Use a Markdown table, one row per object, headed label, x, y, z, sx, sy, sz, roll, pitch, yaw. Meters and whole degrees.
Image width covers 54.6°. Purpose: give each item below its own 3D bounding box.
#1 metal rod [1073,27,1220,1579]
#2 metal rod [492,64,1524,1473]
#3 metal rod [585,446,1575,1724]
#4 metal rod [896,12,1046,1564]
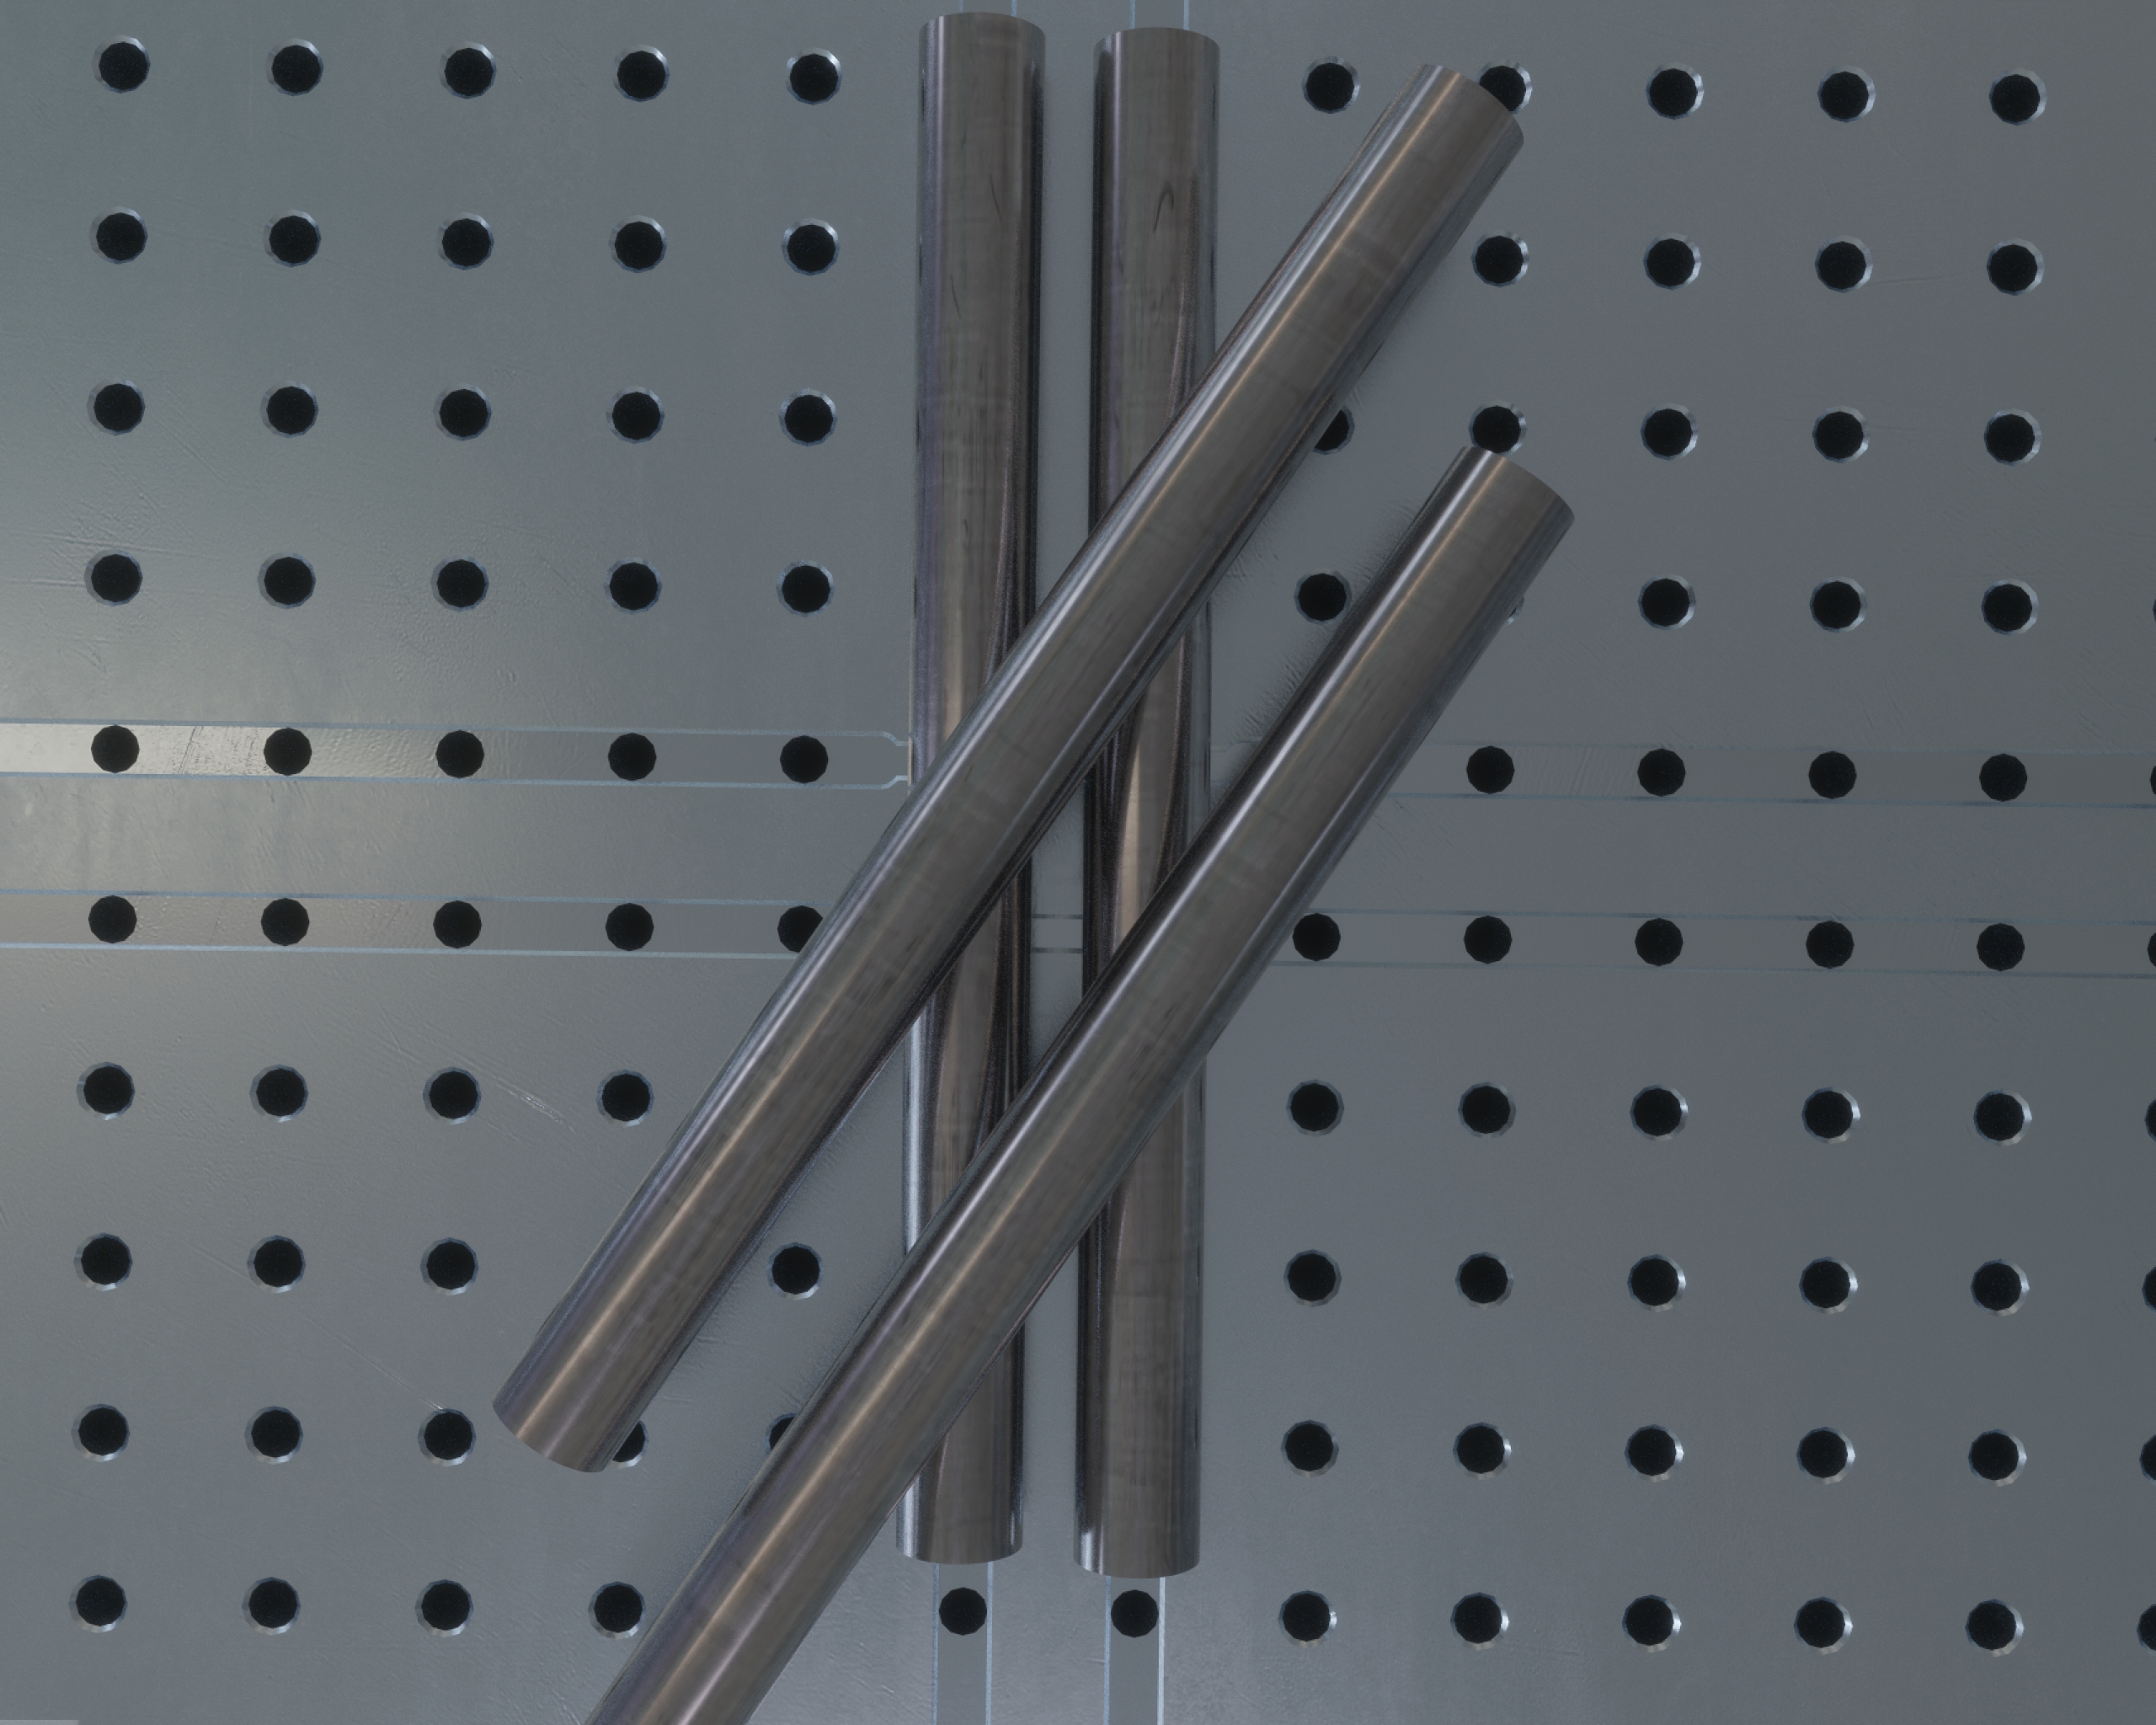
| label | x | y | z | sx | sy | sz | roll | pitch | yaw |
| --- | --- | --- | --- | --- | --- | --- | --- | --- | --- |
| metal rod | 0.014 | -0.011 | 0.414 | 0.025 | 0.025 | 0.298 | 1 | 90 | 0 |
| metal rod | -0.013 | -0.017 | 0.389 | 0.025 | 0.025 | 0.299 | 35 | 90 | 0 |
| metal rod | -0.003 | 0.053 | 0.388 | 0.025 | 0.025 | 0.299 | 35 | 90 | 0 |
| metal rod | -0.021 | -0.014 | 0.414 | 0.025 | 0.025 | 0.298 | 1 | 90 | 0 |
